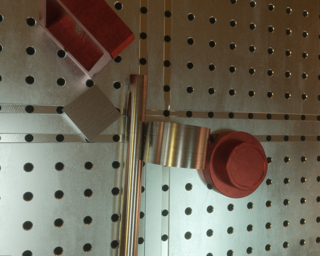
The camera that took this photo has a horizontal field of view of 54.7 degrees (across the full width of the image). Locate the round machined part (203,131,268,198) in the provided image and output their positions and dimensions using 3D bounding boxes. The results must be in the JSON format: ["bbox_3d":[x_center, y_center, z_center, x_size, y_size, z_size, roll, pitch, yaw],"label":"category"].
[{"bbox_3d":[0.115,0.053,0.448,0.099,0.042,0.097,0,90,-21],"label":"round machined part"}]

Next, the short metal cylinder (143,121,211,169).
[{"bbox_3d":[0.021,0.021,0.392,0.081,0.080,0.050,8,88,-20],"label":"short metal cylinder"}]

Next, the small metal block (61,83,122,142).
[{"bbox_3d":[-0.084,-0.019,0.382,0.050,0.025,0.050,-42,104,-15],"label":"small metal block"}]

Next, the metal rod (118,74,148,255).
[{"bbox_3d":[-0.037,0.081,0.400,0.025,0.025,0.298,4,89,-20],"label":"metal rod"}]

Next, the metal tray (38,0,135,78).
[{"bbox_3d":[-0.083,-0.104,0.326,0.030,0.130,0.090,-47,105,-14],"label":"metal tray"}]
